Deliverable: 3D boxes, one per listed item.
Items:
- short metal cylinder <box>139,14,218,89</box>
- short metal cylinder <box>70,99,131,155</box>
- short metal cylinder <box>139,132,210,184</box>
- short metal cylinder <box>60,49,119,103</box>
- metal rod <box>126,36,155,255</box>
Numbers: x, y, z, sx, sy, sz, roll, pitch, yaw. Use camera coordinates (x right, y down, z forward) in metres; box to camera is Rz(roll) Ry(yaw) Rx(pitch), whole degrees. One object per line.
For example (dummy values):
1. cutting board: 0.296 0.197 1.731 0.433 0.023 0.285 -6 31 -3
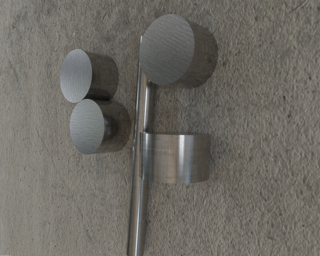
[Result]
1. short metal cylinder: 0.022 -0.089 0.371 0.080 0.050 0.079 0 90 40
2. short metal cylinder: -0.090 -0.002 0.463 0.080 0.050 0.079 0 90 40
3. short metal cylinder: 0.017 0.031 0.355 0.080 0.081 0.050 3 92 40
4. short metal cylinder: -0.110 -0.077 0.480 0.080 0.050 0.079 0 90 40
5. metal rod: -0.025 0.027 0.425 0.025 0.025 0.298 6 94 40
